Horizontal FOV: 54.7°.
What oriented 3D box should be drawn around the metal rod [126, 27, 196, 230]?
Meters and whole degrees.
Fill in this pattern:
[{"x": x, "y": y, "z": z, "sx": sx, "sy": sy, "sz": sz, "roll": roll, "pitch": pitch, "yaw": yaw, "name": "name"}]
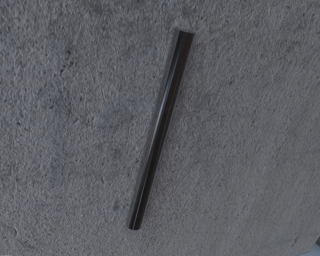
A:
[{"x": -0.006, "y": 0.019, "z": 0.418, "sx": 0.025, "sy": 0.025, "sz": 0.298, "roll": 0, "pitch": 118, "yaw": -29, "name": "metal rod"}]
